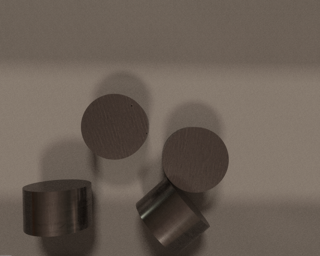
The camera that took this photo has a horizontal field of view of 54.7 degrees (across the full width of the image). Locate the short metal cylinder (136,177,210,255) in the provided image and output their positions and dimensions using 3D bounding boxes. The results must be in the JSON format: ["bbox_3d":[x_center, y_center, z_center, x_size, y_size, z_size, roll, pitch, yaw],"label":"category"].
[{"bbox_3d":[0.016,0.107,0.384,0.050,0.080,0.080,-42,91,0],"label":"short metal cylinder"}]

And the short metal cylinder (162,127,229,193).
[{"bbox_3d":[0.043,0.038,0.400,0.081,0.050,0.079,0,90,-1],"label":"short metal cylinder"}]

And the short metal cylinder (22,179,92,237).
[{"bbox_3d":[-0.125,0.095,0.382,0.081,0.080,0.050,-1,90,-1],"label":"short metal cylinder"}]

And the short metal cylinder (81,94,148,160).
[{"bbox_3d":[-0.055,-0.002,0.398,0.081,0.050,0.079,0,90,-1],"label":"short metal cylinder"}]
